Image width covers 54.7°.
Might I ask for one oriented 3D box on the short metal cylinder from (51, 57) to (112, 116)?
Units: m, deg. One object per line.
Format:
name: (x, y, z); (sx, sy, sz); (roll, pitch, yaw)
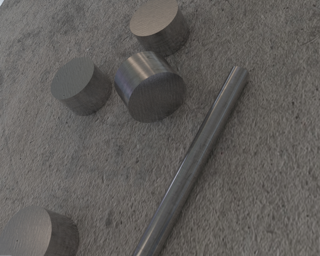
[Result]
short metal cylinder: (-0.124, -0.066, 0.494); (0.080, 0.050, 0.080); (-13, 56, 21)

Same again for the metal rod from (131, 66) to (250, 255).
metal rod: (0.030, 0.055, 0.354); (0.025, 0.025, 0.300); (19, 71, 35)

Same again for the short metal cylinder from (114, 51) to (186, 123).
short metal cylinder: (-0.013, -0.053, 0.408); (0.080, 0.080, 0.050); (-36, 51, 4)

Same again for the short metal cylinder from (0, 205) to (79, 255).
short metal cylinder: (-0.148, 0.141, 0.379); (0.080, 0.050, 0.080); (-13, 56, 21)

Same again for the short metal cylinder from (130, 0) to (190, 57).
short metal cylinder: (0.000, -0.157, 0.484); (0.080, 0.050, 0.080); (-13, 56, 21)
